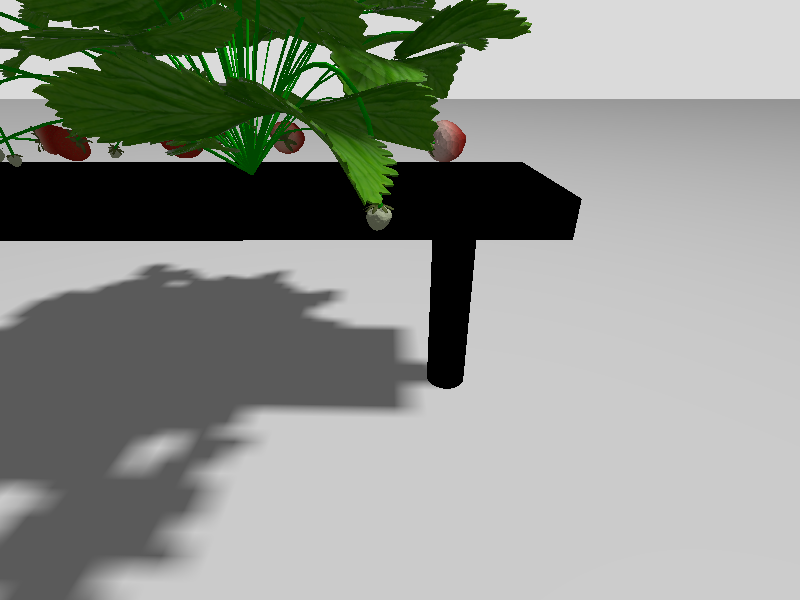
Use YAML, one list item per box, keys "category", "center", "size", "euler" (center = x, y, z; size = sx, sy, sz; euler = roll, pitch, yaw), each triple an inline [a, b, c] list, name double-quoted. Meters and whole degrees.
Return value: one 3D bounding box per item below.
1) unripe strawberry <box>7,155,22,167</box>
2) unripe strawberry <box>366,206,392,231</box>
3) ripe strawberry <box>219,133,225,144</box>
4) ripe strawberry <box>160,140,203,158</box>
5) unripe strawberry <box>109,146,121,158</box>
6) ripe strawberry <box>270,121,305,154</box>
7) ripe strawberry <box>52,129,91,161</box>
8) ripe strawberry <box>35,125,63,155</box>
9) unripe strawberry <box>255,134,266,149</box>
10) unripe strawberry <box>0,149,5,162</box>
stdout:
- category: "unripe strawberry"
  center: [-0.334, -0.121, 0.348]
  size: [0.010, 0.010, 0.009]
  euler: [-2, 28, -3]
- category: "unripe strawberry"
  center: [-0.010, -0.036, 0.179]
  size: [0.011, 0.010, 0.010]
  euler: [-17, 33, -29]
- category: "ripe strawberry"
  center: [-0.233, -0.209, 0.504]
  size: [0.027, 0.023, 0.027]
  euler: [-15, 31, -26]
- category: "ripe strawberry"
  center: [-0.231, -0.173, 0.419]
  size: [0.048, 0.047, 0.045]
  euler: [24, 36, 38]
- category: "unripe strawberry"
  center: [-0.291, -0.150, 0.409]
  size: [0.011, 0.012, 0.010]
  euler: [-39, 3, 38]
- category: "ripe strawberry"
  center: [-0.121, -0.177, 0.435]
  size: [0.037, 0.033, 0.033]
  euler: [1, 28, 2]
- category: "ripe strawberry"
  center: [-0.325, -0.151, 0.395]
  size: [0.032, 0.031, 0.029]
  euler: [-12, 21, 27]
- category: "ripe strawberry"
  center: [-0.369, -0.173, 0.429]
  size: [0.030, 0.031, 0.027]
  euler: [-14, 31, -25]
- category: "unripe strawberry"
  center: [-0.162, -0.181, 0.459]
  size: [0.020, 0.017, 0.020]
  euler: [-7, 2, -13]
- category: "unripe strawberry"
  center: [-0.322, -0.115, 0.318]
  size: [0.011, 0.011, 0.011]
  euler: [-2, 28, -4]
